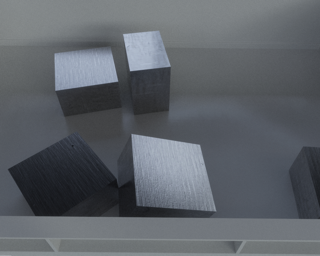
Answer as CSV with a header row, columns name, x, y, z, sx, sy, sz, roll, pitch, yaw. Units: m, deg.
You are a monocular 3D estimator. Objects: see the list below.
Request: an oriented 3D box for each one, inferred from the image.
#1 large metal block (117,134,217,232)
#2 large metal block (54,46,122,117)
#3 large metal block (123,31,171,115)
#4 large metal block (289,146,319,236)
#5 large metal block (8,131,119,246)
name,x,y,z,sx,sy,sz,roll,pitch,yaw
large metal block,0.003,0.058,0.323,0.081,0.050,0.080,10,47,-21
large metal block,-0.103,-0.068,0.445,0.081,0.050,0.080,-10,51,-9
large metal block,-0.019,-0.077,0.434,0.050,0.080,0.080,-8,51,-7
large metal block,0.195,0.069,0.333,0.080,0.050,0.080,4,50,3
large metal block,-0.100,0.063,0.335,0.081,0.050,0.080,-32,57,-24
